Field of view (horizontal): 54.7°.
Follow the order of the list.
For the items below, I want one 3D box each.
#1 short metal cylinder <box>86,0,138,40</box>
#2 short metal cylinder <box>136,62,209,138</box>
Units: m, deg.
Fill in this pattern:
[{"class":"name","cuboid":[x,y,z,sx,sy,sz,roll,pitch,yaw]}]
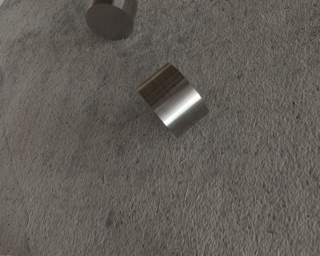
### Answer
[{"class":"short metal cylinder","cuboid":[-0.082,-0.199,0.534,0.080,0.080,0.050,-6,59,25]},{"class":"short metal cylinder","cuboid":[0.015,-0.033,0.381,0.050,0.080,0.080,-40,51,2]}]
